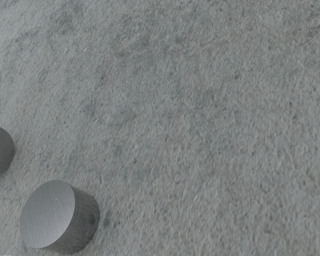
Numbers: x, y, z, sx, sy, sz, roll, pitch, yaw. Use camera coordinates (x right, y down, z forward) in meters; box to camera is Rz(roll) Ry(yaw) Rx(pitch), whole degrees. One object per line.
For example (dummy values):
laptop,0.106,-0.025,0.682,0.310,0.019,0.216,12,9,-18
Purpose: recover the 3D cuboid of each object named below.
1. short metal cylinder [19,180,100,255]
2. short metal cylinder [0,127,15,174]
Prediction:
short metal cylinder,-0.123,0.110,0.383,0.080,0.050,0.080,-13,56,20
short metal cylinder,-0.283,0.037,0.492,0.050,0.080,0.080,-2,61,27
